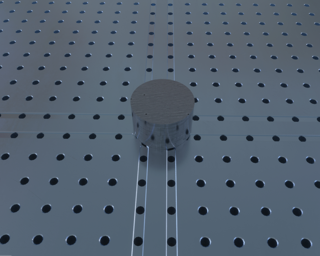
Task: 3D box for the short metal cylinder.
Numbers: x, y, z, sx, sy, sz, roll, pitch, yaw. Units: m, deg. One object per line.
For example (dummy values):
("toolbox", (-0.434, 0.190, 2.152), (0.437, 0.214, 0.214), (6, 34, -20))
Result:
("short metal cylinder", (0.003, -0.019, 0.407), (0.080, 0.050, 0.080), (0, 50, 0))
